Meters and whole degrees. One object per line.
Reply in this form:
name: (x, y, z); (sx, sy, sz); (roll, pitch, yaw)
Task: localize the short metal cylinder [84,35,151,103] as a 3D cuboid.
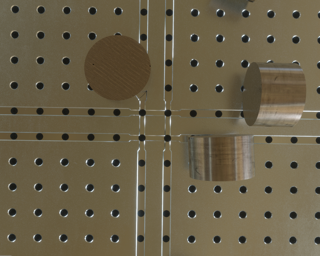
short metal cylinder: (-0.052, -0.073, 0.400); (0.081, 0.050, 0.079); (0, 90, -1)

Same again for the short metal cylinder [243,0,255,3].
short metal cylinder: (0.107, -0.205, 0.387); (0.050, 0.080, 0.080); (18, 90, 0)

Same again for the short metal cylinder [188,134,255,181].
short metal cylinder: (0.076, 0.035, 0.387); (0.081, 0.080, 0.050); (-2, 90, -1)

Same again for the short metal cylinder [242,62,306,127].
short metal cylinder: (0.139, -0.041, 0.388); (0.050, 0.080, 0.079); (1, 90, 0)
